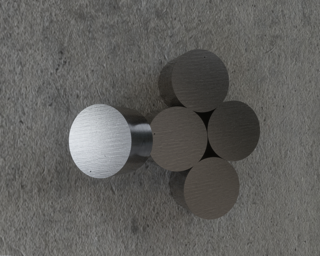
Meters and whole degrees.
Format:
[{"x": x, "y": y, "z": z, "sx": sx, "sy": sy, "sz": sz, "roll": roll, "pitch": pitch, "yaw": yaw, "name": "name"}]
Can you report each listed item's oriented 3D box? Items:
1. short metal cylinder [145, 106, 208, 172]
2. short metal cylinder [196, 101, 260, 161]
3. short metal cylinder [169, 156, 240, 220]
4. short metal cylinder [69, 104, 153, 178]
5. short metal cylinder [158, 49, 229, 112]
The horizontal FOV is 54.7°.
[{"x": 0.014, "y": 0.013, "z": 0.402, "sx": 0.081, "sy": 0.050, "sz": 0.080, "roll": 0, "pitch": 90, "yaw": -20, "name": "short metal cylinder"}, {"x": 0.090, "y": 0.004, "z": 0.430, "sx": 0.081, "sy": 0.050, "sz": 0.080, "roll": 0, "pitch": 90, "yaw": -20, "name": "short metal cylinder"}, {"x": 0.059, "y": 0.077, "z": 0.419, "sx": 0.081, "sy": 0.050, "sz": 0.080, "roll": 0, "pitch": 90, "yaw": -20, "name": "short metal cylinder"}, {"x": -0.055, "y": 0.014, "z": 0.355, "sx": 0.080, "sy": 0.050, "sz": 0.080, "roll": -1, "pitch": 89, "yaw": 24, "name": "short metal cylinder"}, {"x": 0.044, "y": -0.060, "z": 0.413, "sx": 0.081, "sy": 0.050, "sz": 0.080, "roll": 0, "pitch": 90, "yaw": -20, "name": "short metal cylinder"}]
